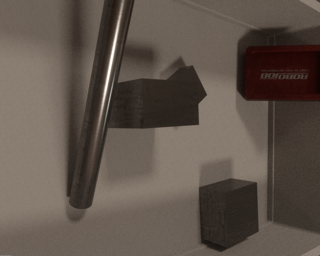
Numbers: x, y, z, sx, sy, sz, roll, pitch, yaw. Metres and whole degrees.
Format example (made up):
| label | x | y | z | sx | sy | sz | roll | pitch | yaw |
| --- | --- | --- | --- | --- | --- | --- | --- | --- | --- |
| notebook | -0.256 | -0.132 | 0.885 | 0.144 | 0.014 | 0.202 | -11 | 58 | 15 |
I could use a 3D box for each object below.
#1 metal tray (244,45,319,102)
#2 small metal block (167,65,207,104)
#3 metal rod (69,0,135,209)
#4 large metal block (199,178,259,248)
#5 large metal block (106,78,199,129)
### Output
| label | x | y | z | sx | sy | sz | roll | pitch | yaw |
| --- | --- | --- | --- | --- | --- | --- | --- | --- | --- |
| metal tray | 0.211 | -0.091 | 0.524 | 0.030 | 0.131 | 0.089 | 7 | 85 | -79 |
| small metal block | 0.034 | -0.053 | 0.437 | 0.050 | 0.025 | 0.050 | -45 | 117 | -31 |
| metal rod | -0.050 | -0.054 | 0.287 | 0.025 | 0.025 | 0.298 | -3 | 117 | -40 |
| large metal block | 0.109 | 0.128 | 0.485 | 0.081 | 0.050 | 0.079 | -5 | 93 | -40 |
| large metal block | -0.012 | -0.027 | 0.362 | 0.081 | 0.080 | 0.050 | -4 | 93 | -40 |
